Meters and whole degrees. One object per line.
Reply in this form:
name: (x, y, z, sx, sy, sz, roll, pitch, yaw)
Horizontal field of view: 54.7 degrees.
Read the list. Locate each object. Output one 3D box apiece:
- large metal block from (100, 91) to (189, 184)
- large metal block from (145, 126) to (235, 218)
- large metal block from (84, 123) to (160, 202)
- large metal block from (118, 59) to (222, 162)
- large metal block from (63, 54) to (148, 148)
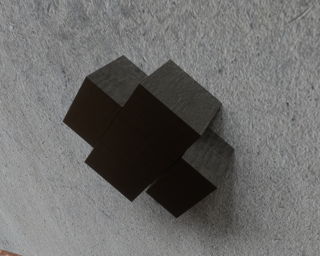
large metal block: (-0.012, 0.007, 0.382, 0.080, 0.080, 0.050, 41, 129, 0)
large metal block: (0.038, 0.052, 0.384, 0.050, 0.080, 0.080, 41, 129, 0)
large metal block: (-0.038, 0.036, 0.414, 0.080, 0.080, 0.050, 41, 129, 0)
large metal block: (0.014, -0.023, 0.351, 0.080, 0.080, 0.050, 41, 129, 0)
large metal block: (-0.063, -0.034, 0.384, 0.050, 0.080, 0.080, 41, 129, 0)
